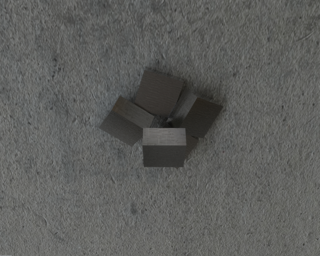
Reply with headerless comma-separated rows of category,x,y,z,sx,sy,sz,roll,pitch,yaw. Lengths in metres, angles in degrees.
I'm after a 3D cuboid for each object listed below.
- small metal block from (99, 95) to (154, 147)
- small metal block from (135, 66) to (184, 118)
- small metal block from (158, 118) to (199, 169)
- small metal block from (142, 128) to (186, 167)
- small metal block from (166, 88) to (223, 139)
small metal block,-0.043,-0.007,0.395,0.050,0.025,0.050,31,143,-12
small metal block,-0.002,-0.045,0.395,0.050,0.025,0.050,16,109,-7
small metal block,0.016,0.019,0.419,0.050,0.025,0.050,31,107,-11
small metal block,0.005,0.025,0.382,0.050,0.025,0.050,0,143,-1
small metal block,0.044,-0.018,0.393,0.050,0.025,0.050,14,114,-41
